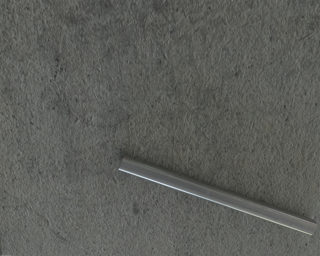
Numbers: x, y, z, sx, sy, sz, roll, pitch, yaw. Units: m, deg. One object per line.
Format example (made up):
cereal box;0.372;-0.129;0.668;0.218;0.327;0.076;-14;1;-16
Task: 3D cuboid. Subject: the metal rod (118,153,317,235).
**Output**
metal rod;0.087;0.098;0.446;0.302;0.025;0.025;20;109;-8

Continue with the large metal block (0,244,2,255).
large metal block;-0.277;0.179;0.444;0.050;0.080;0.079;0;110;0
